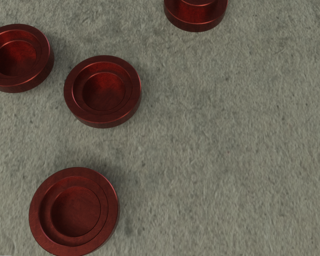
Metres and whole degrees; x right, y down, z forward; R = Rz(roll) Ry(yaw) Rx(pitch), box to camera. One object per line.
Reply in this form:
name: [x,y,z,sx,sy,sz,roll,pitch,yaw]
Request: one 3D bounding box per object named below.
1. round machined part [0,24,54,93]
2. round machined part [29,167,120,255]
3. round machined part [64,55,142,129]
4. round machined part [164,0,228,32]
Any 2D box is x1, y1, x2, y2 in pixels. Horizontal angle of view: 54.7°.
round machined part: [-0.196,-0.092,0.430,0.099,0.042,0.098,0,70,-1]
round machined part: [-0.096,0.098,0.362,0.099,0.042,0.098,0,70,-1]
round machined part: [-0.074,-0.045,0.415,0.099,0.042,0.098,0,70,-1]
round machined part: [0.055,-0.200,0.473,0.099,0.042,0.098,0,70,-1]
